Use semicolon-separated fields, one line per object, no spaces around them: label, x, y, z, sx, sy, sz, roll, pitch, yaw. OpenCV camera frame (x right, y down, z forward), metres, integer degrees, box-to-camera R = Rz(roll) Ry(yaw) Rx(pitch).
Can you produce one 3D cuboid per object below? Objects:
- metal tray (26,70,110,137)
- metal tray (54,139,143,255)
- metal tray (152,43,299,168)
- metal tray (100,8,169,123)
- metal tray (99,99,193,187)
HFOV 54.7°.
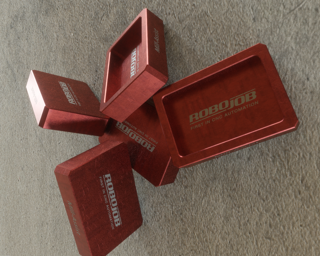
metal tray;-0.138;-0.038;0.455;0.130;0.091;0.030;48;120;48
metal tray;-0.073;0.091;0.396;0.030;0.091;0.129;7;115;40
metal tray;0.065;-0.019;0.327;0.130;0.030;0.090;-23;75;22
metal tray;-0.034;-0.081;0.391;0.090;0.030;0.130;-38;38;33
metal tray;-0.023;0.008;0.420;0.130;0.030;0.089;32;110;35
